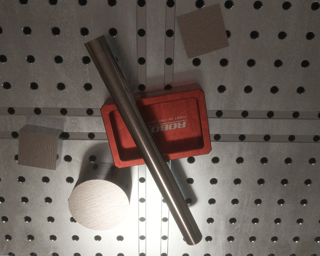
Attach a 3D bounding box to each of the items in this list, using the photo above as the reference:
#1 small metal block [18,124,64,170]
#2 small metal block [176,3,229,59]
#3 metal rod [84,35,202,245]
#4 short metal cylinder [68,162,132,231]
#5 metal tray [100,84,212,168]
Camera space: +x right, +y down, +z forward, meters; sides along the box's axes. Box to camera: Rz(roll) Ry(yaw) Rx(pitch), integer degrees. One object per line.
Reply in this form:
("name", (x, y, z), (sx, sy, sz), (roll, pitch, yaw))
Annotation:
("small metal block", (-0.162, 0.026, 0.421), (0.050, 0.025, 0.050), (10, 110, -4))
("small metal block", (0.050, -0.116, 0.371), (0.050, 0.025, 0.050), (-17, 110, 5))
("metal rod", (-0.012, 0.029, 0.391), (0.025, 0.025, 0.299), (-23, 109, 8))
("short metal cylinder", (-0.081, 0.095, 0.434), (0.081, 0.050, 0.079), (0, 110, -1))
("metal tray", (-0.003, -0.002, 0.409), (0.131, 0.030, 0.089), (-10, 110, 3))
